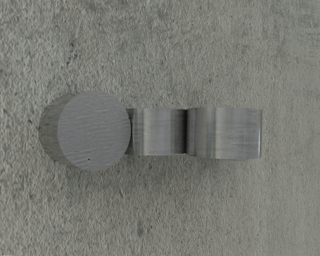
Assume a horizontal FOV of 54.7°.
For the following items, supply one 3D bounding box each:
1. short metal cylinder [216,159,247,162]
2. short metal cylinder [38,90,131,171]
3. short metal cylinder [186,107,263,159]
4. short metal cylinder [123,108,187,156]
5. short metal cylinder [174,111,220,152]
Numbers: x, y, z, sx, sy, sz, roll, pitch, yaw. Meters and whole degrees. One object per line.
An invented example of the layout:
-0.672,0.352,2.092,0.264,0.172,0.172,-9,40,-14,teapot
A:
0.108,0.010,0.479,0.081,0.050,0.080,-1,91,-40,short metal cylinder
-0.078,0.002,0.324,0.081,0.050,0.080,0,91,-40,short metal cylinder
0.069,0.005,0.338,0.081,0.080,0.050,1,91,-40,short metal cylinder
-0.006,0.004,0.365,0.081,0.080,0.050,0,90,-40,short metal cylinder
0.055,0.005,0.417,0.081,0.080,0.050,0,89,-40,short metal cylinder
